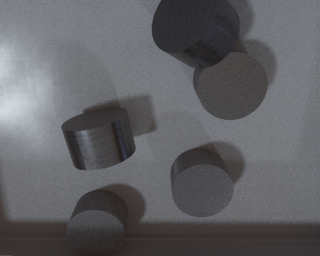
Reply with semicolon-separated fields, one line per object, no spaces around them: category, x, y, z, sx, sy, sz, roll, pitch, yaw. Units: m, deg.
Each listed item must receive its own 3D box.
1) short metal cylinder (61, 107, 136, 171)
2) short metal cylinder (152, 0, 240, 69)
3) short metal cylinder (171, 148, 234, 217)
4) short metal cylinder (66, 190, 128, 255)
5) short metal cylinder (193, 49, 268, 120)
short metal cylinder;-0.075;0.011;0.385;0.080;0.080;0.050;-10;110;3
short metal cylinder;0.038;-0.110;0.335;0.050;0.080;0.080;16;115;-49
short metal cylinder;0.056;0.074;0.426;0.081;0.050;0.079;0;110;-1
short metal cylinder;-0.088;0.137;0.447;0.081;0.050;0.079;0;110;-1
short metal cylinder;0.083;-0.055;0.379;0.081;0.050;0.079;0;110;-1
